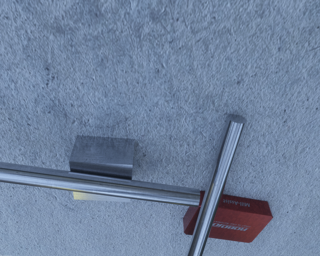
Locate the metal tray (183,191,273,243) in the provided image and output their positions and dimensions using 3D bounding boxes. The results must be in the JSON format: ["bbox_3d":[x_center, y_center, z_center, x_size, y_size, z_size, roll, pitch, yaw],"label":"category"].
[{"bbox_3d":[0.115,0.157,0.540,0.131,0.030,0.089,11,129,-10],"label":"metal tray"}]

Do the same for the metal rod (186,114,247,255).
[{"bbox_3d":[0.077,0.116,0.471,0.025,0.025,0.298,7,119,-6],"label":"metal rod"}]

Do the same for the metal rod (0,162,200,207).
[{"bbox_3d":[-0.096,0.071,0.400,0.302,0.025,0.025,9,130,-9],"label":"metal rod"}]

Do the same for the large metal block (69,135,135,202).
[{"bbox_3d":[-0.079,0.059,0.440,0.081,0.050,0.079,4,130,-4],"label":"large metal block"}]
